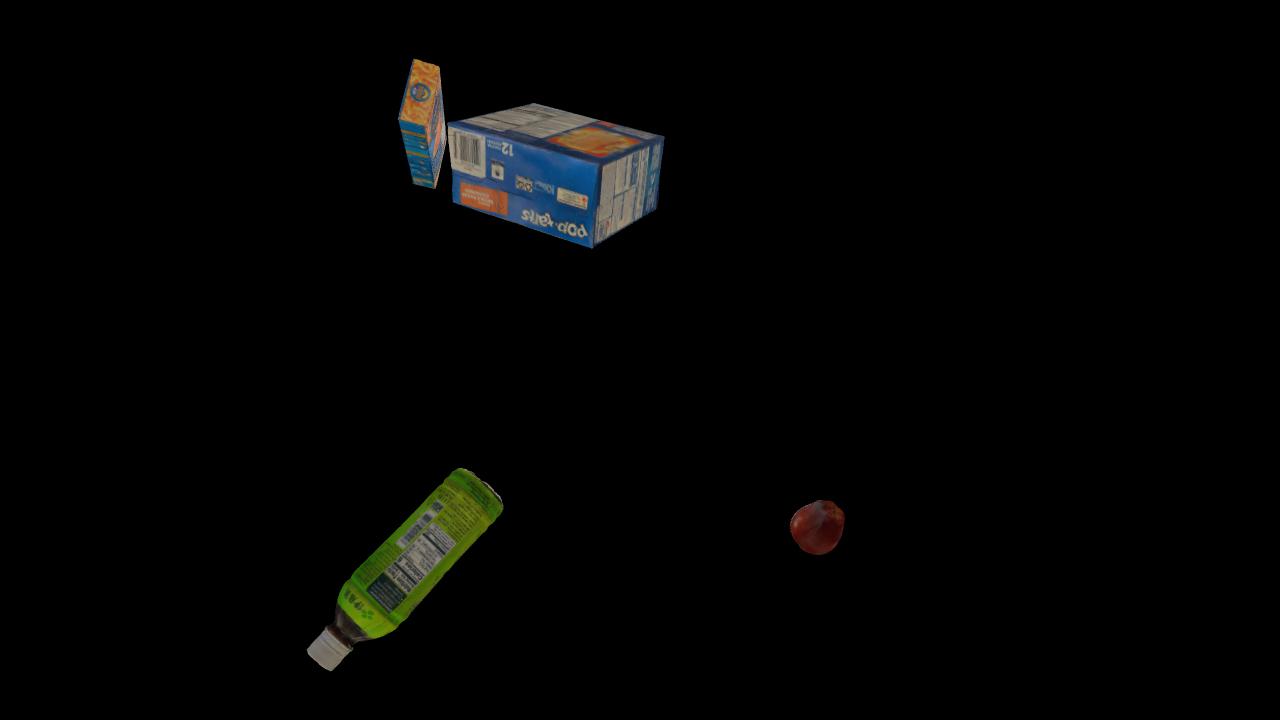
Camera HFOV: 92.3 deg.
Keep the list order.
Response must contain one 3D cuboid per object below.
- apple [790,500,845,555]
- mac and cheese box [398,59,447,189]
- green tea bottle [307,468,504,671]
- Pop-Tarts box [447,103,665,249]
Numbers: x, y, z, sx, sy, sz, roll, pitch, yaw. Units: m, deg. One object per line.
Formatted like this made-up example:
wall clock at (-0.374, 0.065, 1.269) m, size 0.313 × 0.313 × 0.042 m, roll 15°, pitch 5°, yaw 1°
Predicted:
apple at (0.284, 0.267, 0.983) m, size 0.079 × 0.079 × 0.093 m, roll 0°, pitch -43°, yaw -41°
mac and cheese box at (-0.308, -0.330, 0.882) m, size 0.041 × 0.093 × 0.184 m, roll 12°, pitch -13°, yaw -12°
green tea bottle at (-0.231, 0.204, 0.608) m, size 0.073 × 0.073 × 0.212 m, roll 0°, pitch 39°, yaw 50°
Pop-Tarts box at (-0.081, -0.193, 0.624) m, size 0.167 × 0.083 × 0.141 m, roll 21°, pitch 36°, yaw 18°
